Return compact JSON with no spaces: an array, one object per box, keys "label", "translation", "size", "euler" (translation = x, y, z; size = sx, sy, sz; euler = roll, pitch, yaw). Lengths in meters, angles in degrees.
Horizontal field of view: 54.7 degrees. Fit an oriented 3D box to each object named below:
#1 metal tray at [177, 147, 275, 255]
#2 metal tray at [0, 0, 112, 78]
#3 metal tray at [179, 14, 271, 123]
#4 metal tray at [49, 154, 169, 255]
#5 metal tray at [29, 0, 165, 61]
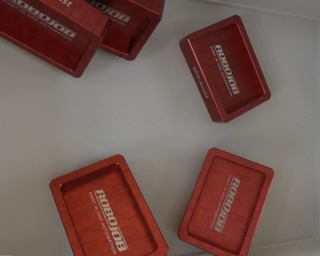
[{"label":"metal tray","translation":[0.088,0.102,0.417],"size":[0.090,0.030,0.130],"euler":[20,82,12]},{"label":"metal tray","translation":[-0.127,-0.114,0.326],"size":[0.131,0.090,0.030],"euler":[29,59,-18]},{"label":"metal tray","translation":[0.095,-0.083,0.442],"size":[0.091,0.030,0.129],"euler":[-28,99,-18]},{"label":"metal tray","translation":[-0.059,0.103,0.350],"size":[0.091,0.030,0.130],"euler":[-21,64,-19]},{"label":"metal tray","translation":[-0.072,-0.133,0.346],"size":[0.131,0.090,0.030],"euler":[19,61,-19]}]
